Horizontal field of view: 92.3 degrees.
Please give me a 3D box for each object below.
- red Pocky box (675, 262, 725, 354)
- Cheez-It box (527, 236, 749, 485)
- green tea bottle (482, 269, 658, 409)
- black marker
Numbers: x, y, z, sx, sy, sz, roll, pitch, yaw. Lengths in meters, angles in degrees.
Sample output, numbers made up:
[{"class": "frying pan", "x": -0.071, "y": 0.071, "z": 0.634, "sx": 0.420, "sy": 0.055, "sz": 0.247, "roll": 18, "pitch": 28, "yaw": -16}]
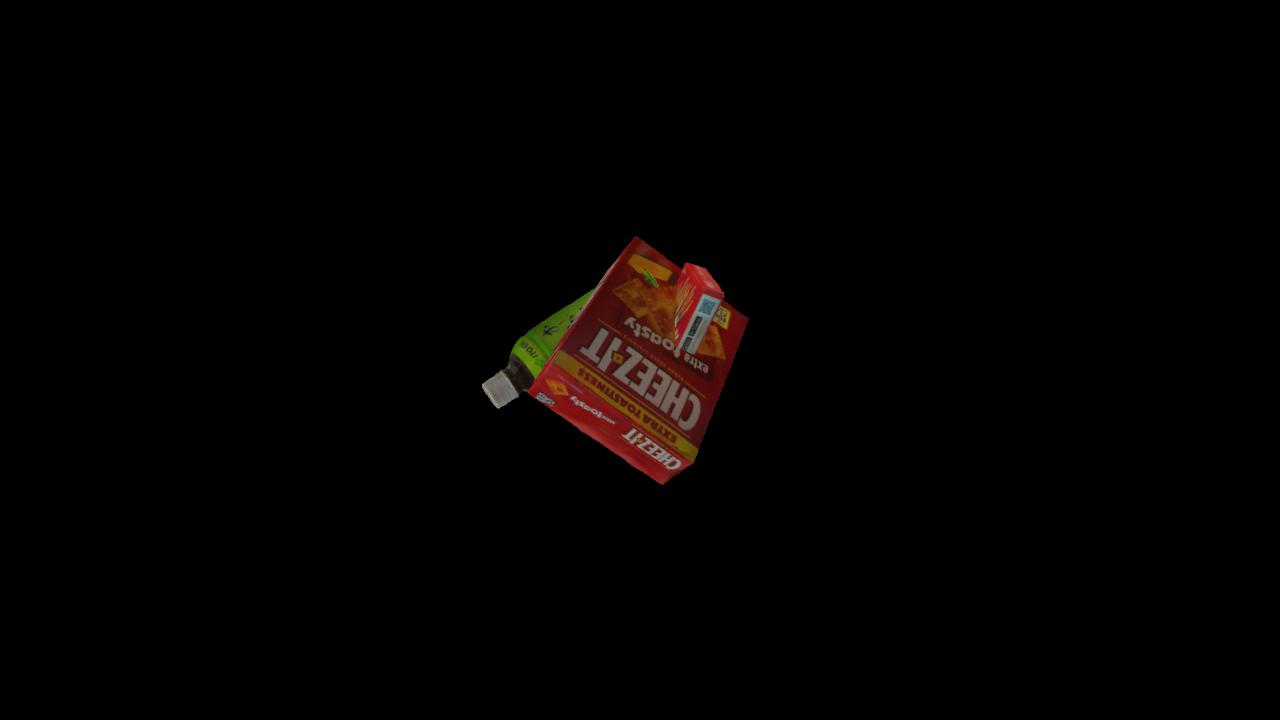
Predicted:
[{"class": "red Pocky box", "x": 0.037, "y": -0.022, "z": 0.664, "sx": 0.028, "sy": 0.155, "sz": 0.083, "roll": 17, "pitch": 23, "yaw": -17}, {"class": "Cheez-It box", "x": 0.008, "y": -0.008, "z": 0.646, "sx": 0.166, "sy": 0.223, "sz": 0.071, "roll": 36, "pitch": -42, "yaw": -8}, {"class": "green tea bottle", "x": -0.069, "y": -0.020, "z": 0.651, "sx": 0.212, "sy": 0.073, "sz": 0.073, "roll": -37, "pitch": 15, "yaw": -20}, {"class": "black marker", "x": 0.066, "y": -0.045, "z": 0.746, "sx": 0.020, "sy": 0.121, "sz": 0.020, "roll": 25, "pitch": -33, "yaw": 17}]
